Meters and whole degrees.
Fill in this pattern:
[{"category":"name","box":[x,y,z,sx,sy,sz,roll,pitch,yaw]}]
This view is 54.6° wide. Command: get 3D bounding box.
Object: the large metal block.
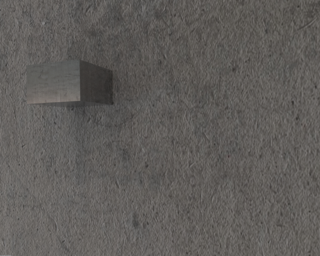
[{"category":"large metal block","box":[-0.120,-0.057,0.423,0.080,0.080,0.050,-1,90,20]}]
